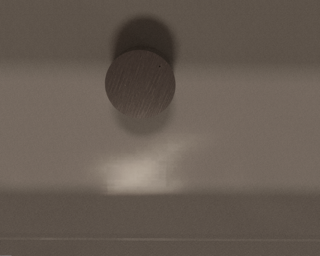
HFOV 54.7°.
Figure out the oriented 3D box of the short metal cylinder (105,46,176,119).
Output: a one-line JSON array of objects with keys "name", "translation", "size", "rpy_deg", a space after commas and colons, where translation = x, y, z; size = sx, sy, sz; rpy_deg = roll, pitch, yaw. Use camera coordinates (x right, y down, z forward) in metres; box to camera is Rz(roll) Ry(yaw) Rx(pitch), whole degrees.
[{"name": "short metal cylinder", "translation": [-0.023, -0.057, 0.377], "size": [0.081, 0.050, 0.079], "rpy_deg": [0, 110, -1]}]
